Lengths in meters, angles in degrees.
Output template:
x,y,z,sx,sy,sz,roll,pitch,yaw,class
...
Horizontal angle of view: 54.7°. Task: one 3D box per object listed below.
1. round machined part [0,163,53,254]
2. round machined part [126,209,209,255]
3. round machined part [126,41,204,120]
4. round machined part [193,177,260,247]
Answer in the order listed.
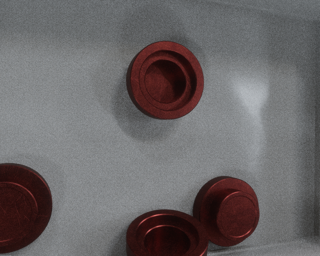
x,y,z,sx,sy,sz,roll,pitch,yaw,class
-0.170,0.089,0.339,0.099,0.042,0.097,0,90,-20,round machined part
0.008,0.147,0.379,0.099,0.098,0.042,-6,113,-20,round machined part
0.004,-0.059,0.403,0.099,0.042,0.097,0,90,-20,round machined part
0.100,0.120,0.438,0.099,0.042,0.097,0,90,-20,round machined part
